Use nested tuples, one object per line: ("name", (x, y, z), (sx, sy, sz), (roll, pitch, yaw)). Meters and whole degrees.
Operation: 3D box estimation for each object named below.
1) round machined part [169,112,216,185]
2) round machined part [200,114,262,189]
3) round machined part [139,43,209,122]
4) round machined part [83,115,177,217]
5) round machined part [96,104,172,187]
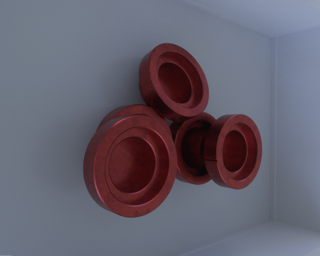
("round machined part", (0.042, 0.027, 0.429), (0.099, 0.042, 0.097), (0, 90, -40))
("round machined part", (0.092, 0.031, 0.416), (0.099, 0.042, 0.097), (0, 90, -40))
("round machined part", (0.013, -0.053, 0.391), (0.099, 0.042, 0.098), (18, 61, -35))
("round machined part", (-0.032, 0.036, 0.312), (0.099, 0.042, 0.097), (0, 90, -40))
("round machined part", (-0.035, 0.022, 0.364), (0.099, 0.042, 0.097), (0, 90, -40))
